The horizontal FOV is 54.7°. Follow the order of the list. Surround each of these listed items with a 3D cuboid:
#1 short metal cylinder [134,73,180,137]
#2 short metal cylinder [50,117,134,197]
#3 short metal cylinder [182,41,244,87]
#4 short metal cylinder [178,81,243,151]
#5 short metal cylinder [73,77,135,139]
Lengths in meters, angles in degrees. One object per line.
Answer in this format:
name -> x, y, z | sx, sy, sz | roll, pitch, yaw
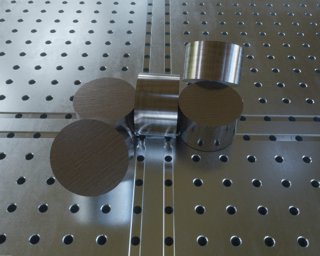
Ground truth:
short metal cylinder -> -0.002, -0.029, 0.396 | 0.050, 0.080, 0.080 | 4, 50, 3
short metal cylinder -> -0.071, 0.029, 0.339 | 0.081, 0.050, 0.079 | 0, 94, 1
short metal cylinder -> 0.075, -0.088, 0.438 | 0.080, 0.080, 0.050 | 7, 92, 5
short metal cylinder -> 0.063, -0.016, 0.405 | 0.081, 0.050, 0.080 | 0, 50, 0
short metal cylinder -> -0.069, -0.021, 0.407 | 0.081, 0.050, 0.080 | 0, 50, 0
